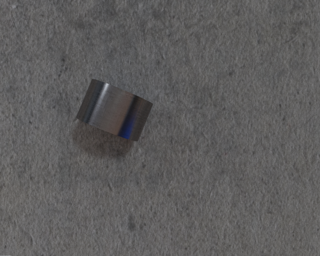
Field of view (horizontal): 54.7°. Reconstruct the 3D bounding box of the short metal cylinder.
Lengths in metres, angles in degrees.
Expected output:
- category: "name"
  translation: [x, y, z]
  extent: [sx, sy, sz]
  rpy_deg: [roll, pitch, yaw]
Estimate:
- category: "short metal cylinder"
  translation: [-0.055, -0.021, 0.382]
  extent: [0.080, 0.080, 0.050]
  rpy_deg: [22, 90, -1]
